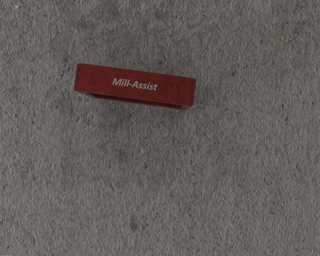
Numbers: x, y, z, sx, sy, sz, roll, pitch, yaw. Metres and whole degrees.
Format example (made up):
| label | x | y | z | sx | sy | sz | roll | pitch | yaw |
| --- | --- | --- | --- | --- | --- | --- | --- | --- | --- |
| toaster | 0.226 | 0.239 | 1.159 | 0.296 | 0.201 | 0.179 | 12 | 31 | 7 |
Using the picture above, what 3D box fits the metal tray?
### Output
| label | x | y | z | sx | sy | sz | roll | pitch | yaw |
| --- | --- | --- | --- | --- | --- | --- | --- | --- | --- |
| metal tray | -0.027 | -0.047 | 0.377 | 0.131 | 0.090 | 0.030 | 8 | 90 | 0 |
